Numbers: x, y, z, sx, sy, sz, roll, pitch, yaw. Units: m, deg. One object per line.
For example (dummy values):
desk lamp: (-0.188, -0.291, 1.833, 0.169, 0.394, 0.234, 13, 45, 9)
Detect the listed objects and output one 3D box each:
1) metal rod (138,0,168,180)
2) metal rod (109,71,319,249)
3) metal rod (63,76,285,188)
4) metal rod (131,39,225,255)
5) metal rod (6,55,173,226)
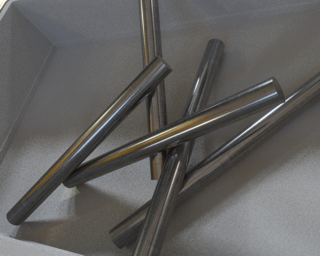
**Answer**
metal rod: (-0.009, -0.087, 0.386, 0.025, 0.025, 0.298, -7, 83, 25)
metal rod: (0.069, 0.036, 0.347, 0.300, 0.025, 0.025, -38, 51, 2)
metal rod: (-0.012, 0.019, 0.349, 0.299, 0.025, 0.025, -25, 51, 33)
metal rod: (0.031, 0.006, 0.362, 0.025, 0.025, 0.300, 3, 56, 29)
metal rod: (-0.098, 0.026, 0.390, 0.299, 0.025, 0.025, -44, 50, 16)
